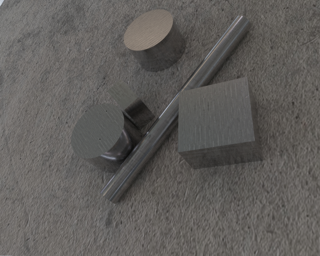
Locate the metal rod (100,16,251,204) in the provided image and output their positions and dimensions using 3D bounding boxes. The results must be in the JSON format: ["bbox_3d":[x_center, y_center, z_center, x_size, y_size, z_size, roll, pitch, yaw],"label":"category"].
[{"bbox_3d":[0.026,-0.030,0.408,0.025,0.025,0.300,30,78,37],"label":"metal rod"}]

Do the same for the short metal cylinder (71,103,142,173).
[{"bbox_3d":[-0.070,0.014,0.416,0.080,0.050,0.080,-13,56,21],"label":"short metal cylinder"}]

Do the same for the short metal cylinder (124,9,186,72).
[{"bbox_3d":[-0.008,-0.133,0.474,0.080,0.050,0.080,-13,56,21],"label":"short metal cylinder"}]

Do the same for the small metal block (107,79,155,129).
[{"bbox_3d":[-0.040,-0.033,0.429,0.025,0.050,0.050,-43,51,-1],"label":"small metal block"}]

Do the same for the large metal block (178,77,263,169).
[{"bbox_3d":[0.068,-0.004,0.354,0.080,0.050,0.080,-11,57,22],"label":"large metal block"}]
